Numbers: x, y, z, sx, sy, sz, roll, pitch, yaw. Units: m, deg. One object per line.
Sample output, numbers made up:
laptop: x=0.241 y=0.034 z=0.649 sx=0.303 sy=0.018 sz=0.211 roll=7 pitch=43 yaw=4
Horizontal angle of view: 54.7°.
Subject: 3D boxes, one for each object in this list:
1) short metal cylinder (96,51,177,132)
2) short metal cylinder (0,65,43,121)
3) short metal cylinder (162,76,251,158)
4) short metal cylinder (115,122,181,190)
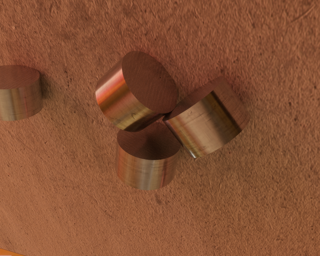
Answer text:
short metal cylinder: x=-0.026 y=-0.042 z=0.359 sx=0.050 sy=0.080 sz=0.080 roll=-32 pitch=101 yaw=38
short metal cylinder: x=-0.216 y=-0.053 z=0.453 sx=0.080 sy=0.080 sz=0.050 roll=19 pitch=126 yaw=17
short metal cylinder: x=0.050 y=-0.012 z=0.337 sx=0.080 sy=0.080 sz=0.050 roll=-30 pitch=102 yaw=38
short metal cylinder: x=-0.016 y=0.034 z=0.401 sx=0.080 sy=0.080 sz=0.050 roll=21 pitch=126 yaw=16
